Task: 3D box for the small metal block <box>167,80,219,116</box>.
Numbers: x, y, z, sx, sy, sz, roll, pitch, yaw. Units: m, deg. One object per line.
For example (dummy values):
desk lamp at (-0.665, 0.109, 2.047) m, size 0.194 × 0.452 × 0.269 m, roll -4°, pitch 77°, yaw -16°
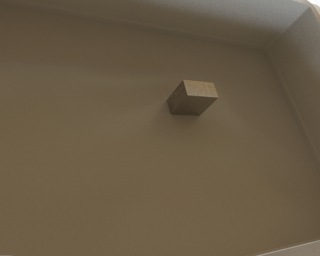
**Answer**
small metal block at (0.045, -0.041, 0.439) m, size 0.050 × 0.050 × 0.025 m, roll 1°, pitch 62°, yaw -28°
